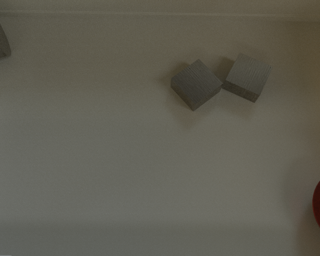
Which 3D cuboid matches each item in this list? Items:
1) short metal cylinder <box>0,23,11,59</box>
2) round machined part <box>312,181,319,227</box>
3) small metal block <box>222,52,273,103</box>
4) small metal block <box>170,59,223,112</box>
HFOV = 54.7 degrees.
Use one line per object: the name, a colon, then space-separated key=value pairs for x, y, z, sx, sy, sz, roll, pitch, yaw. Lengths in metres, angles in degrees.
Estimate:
short metal cylinder: x=-0.249 y=-0.128 z=0.424 sx=0.050 sy=0.080 sz=0.080 roll=-22 pitch=72 yaw=-8
round machined part: x=0.230 y=0.094 z=0.356 sx=0.098 sy=0.042 sz=0.098 roll=-9 pitch=66 yaw=23
small metal block: x=0.123 y=-0.071 z=0.437 sx=0.050 sy=0.025 sz=0.050 roll=26 pitch=72 yaw=9
small metal block: x=0.050 y=-0.060 z=0.432 sx=0.050 sy=0.025 sz=0.050 roll=-37 pitch=75 yaw=-13
